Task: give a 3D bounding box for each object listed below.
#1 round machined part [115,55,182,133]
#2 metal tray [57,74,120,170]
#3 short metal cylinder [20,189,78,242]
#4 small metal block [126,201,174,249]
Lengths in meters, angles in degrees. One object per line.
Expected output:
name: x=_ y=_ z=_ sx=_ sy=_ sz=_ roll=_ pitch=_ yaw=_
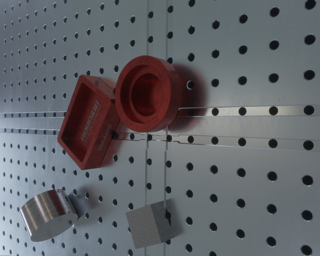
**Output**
round machined part: x=-0.011 y=-0.043 z=0.407 sx=0.098 sy=0.042 sz=0.097 roll=0 pitch=90 yaw=40
metal tray: x=-0.114 y=-0.009 z=0.500 sx=0.090 sy=0.030 sz=0.129 roll=39 pitch=114 yaw=33
short metal cylinder: x=-0.189 y=0.149 z=0.530 sx=0.080 sy=0.081 sz=0.050 roll=-51 pitch=60 yaw=28
small metal block: x=-0.015 y=0.132 z=0.422 sx=0.050 sy=0.025 sz=0.050 roll=-28 pitch=72 yaw=36
